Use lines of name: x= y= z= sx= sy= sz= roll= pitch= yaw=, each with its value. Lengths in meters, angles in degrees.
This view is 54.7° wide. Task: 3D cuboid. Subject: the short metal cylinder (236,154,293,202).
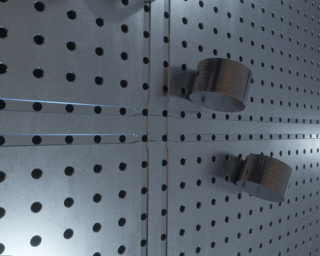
short metal cylinder: x=0.177 y=0.086 z=0.525 sx=0.080 sy=0.080 sz=0.050 roll=40 pitch=66 yaw=-33

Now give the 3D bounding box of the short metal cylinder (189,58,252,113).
short metal cylinder: x=0.088 y=-0.060 z=0.450 sx=0.080 sy=0.080 sz=0.050 roll=24 pitch=75 yaw=-38
